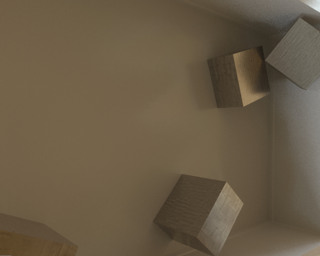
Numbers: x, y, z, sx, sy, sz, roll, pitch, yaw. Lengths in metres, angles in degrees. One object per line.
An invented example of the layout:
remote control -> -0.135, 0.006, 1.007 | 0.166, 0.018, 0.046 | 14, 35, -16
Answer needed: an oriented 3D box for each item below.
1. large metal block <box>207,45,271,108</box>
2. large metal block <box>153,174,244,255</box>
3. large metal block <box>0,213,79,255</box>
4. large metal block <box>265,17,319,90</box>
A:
large metal block -> 0.129, -0.083, 0.501 | 0.081, 0.050, 0.080 | -24, 105, -37
large metal block -> 0.051, 0.114, 0.416 | 0.050, 0.080, 0.080 | 51, 60, -28
large metal block -> -0.131, 0.106, 0.262 | 0.080, 0.080, 0.050 | 31, 71, -36
large metal block -> 0.230, -0.119, 0.507 | 0.080, 0.080, 0.050 | 38, 17, 6
